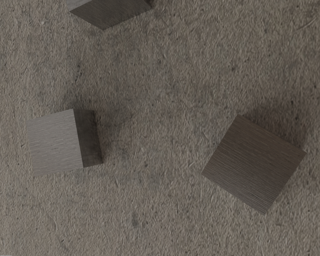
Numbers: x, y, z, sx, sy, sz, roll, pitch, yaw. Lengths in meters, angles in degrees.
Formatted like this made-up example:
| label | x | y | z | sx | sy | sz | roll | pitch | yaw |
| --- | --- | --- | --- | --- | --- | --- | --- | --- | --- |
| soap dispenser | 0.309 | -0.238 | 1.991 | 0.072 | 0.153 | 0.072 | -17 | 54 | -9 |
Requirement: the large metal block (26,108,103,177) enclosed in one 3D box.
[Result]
| label | x | y | z | sx | sy | sz | roll | pitch | yaw |
| --- | --- | --- | --- | --- | --- | --- | --- | --- | --- |
| large metal block | -0.136 | 0.021 | 0.444 | 0.080 | 0.050 | 0.080 | -12 | 86 | 19 |

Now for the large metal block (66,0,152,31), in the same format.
| label | x | y | z | sx | sy | sz | roll | pitch | yaw |
| --- | --- | --- | --- | --- | --- | --- | --- | --- | --- |
| large metal block | -0.067 | -0.177 | 0.403 | 0.080 | 0.080 | 0.050 | -17 | 85 | 19 |

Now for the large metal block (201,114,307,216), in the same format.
| label | x | y | z | sx | sy | sz | roll | pitch | yaw |
| --- | --- | --- | --- | --- | --- | --- | --- | --- | --- |
| large metal block | 0.107 | 0.039 | 0.358 | 0.080 | 0.050 | 0.080 | 33 | 101 | 17 |
